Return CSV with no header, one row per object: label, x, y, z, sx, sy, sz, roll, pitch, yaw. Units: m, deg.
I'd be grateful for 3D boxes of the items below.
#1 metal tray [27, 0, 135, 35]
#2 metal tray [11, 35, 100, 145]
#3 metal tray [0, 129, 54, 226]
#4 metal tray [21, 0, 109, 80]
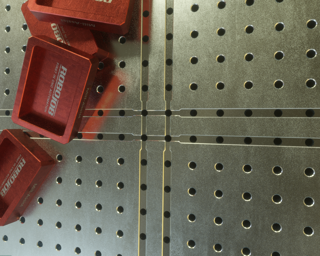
metal tray,-0.100,-0.183,0.417,0.131,0.030,0.090,10,83,4
metal tray,-0.148,-0.052,0.434,0.090,0.030,0.129,23,110,2
metal tray,-0.238,0.077,0.491,0.090,0.030,0.129,39,102,15
metal tray,-0.142,-0.145,0.459,0.090,0.030,0.129,-27,81,17
